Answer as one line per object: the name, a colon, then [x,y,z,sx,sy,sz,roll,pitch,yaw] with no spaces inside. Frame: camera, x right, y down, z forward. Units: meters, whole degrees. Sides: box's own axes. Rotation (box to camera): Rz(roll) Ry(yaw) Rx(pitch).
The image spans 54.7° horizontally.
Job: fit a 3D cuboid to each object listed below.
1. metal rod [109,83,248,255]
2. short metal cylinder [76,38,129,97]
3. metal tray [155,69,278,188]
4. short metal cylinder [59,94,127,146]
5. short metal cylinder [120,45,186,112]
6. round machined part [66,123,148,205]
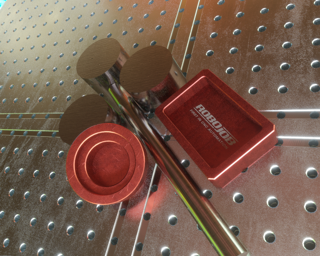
metal rod: [0.003,0.033,0.387,0.025,0.025,0.300,-39,51,2]
short metal cylinder: [-0.085,-0.097,0.497,0.080,0.050,0.080,-13,56,21]
metal tray: [0.063,-0.005,0.374,0.090,0.030,0.130,-40,51,2]
short metal cylinder: [-0.096,-0.001,0.443,0.080,0.050,0.080,-13,56,21]
short metal cylinder: [-0.009,-0.069,0.439,0.080,0.050,0.080,-13,56,21]
round machined part: [-0.063,0.046,0.389,0.098,0.042,0.098,-2,78,9]
